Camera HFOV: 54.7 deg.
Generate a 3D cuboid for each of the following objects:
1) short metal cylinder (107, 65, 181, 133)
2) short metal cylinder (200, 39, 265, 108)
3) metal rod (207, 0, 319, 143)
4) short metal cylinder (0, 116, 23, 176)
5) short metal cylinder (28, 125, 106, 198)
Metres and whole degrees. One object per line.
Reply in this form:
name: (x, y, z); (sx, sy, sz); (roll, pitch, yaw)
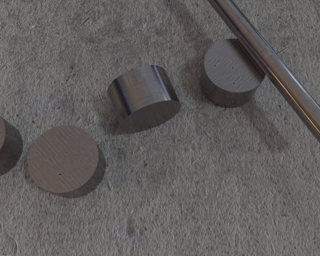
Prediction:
short metal cylinder: (-0.020, -0.035, 0.391); (0.080, 0.080, 0.050); (-20, 72, -7)
short metal cylinder: (0.097, -0.073, 0.422); (0.081, 0.050, 0.080); (0, 70, 0)
metal rod: (0.121, -0.107, 0.395); (0.025, 0.025, 0.299); (-28, 72, -10)
short metal cylinder: (-0.222, 0.020, 0.386); (0.081, 0.050, 0.080); (0, 70, 0)
short metal cylinder: (-0.111, 0.042, 0.378); (0.081, 0.050, 0.080); (0, 70, 0)
